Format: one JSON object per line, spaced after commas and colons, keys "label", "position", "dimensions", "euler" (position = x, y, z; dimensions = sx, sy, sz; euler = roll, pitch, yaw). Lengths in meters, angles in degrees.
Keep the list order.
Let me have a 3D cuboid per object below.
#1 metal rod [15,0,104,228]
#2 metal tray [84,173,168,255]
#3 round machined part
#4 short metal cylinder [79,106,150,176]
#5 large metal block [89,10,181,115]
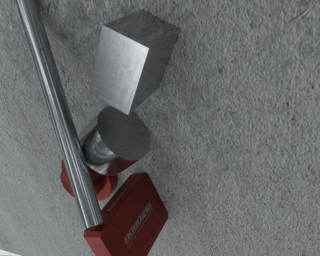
{"label": "metal rod", "position": [-0.127, -0.024, 0.388], "dimensions": [0.025, 0.025, 0.298], "euler": [-20, 87, 35]}
{"label": "metal tray", "position": [-0.041, 0.137, 0.444], "dimensions": [0.030, 0.131, 0.090], "euler": [-12, 112, 33]}
{"label": "round machined part", "position": [-0.123, 0.082, 0.509], "dimensions": [0.098, 0.042, 0.097], "euler": [13, 124, 20]}
{"label": "short metal cylinder", "position": [-0.060, 0.017, 0.412], "dimensions": [0.080, 0.080, 0.050], "euler": [48, 129, -6]}
{"label": "large metal block", "position": [-0.027, -0.074, 0.339], "dimensions": [0.050, 0.080, 0.079], "euler": [29, 128, 9]}
